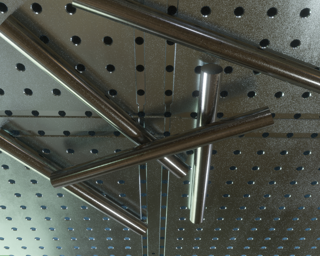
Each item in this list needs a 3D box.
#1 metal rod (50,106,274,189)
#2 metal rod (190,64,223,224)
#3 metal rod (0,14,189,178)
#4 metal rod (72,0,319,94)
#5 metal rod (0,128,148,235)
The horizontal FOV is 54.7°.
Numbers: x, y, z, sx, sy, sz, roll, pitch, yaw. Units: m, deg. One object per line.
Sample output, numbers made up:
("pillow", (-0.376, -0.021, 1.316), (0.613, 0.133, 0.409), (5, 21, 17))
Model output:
("metal rod", (-0.008, 0.030, 0.402), (0.301, 0.025, 0.025), (-18, 128, 14))
("metal rod", (0.062, 0.046, 0.451), (0.025, 0.025, 0.298), (-1, 130, 0))
("metal rod", (-0.064, -0.021, 0.392), (0.025, 0.025, 0.300), (-33, 123, 24))
("metal rod", (0.060, -0.090, 0.335), (0.302, 0.025, 0.025), (16, 128, -14))
("metal rod", (-0.127, 0.098, 0.492), (0.025, 0.025, 0.300), (-32, 124, 24))
